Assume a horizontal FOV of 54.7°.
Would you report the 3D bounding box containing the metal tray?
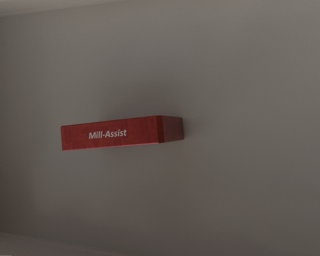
[{"bbox_3d":[-0.044,0.007,0.390,0.130,0.090,0.030,-6,88,19],"label":"metal tray"}]
